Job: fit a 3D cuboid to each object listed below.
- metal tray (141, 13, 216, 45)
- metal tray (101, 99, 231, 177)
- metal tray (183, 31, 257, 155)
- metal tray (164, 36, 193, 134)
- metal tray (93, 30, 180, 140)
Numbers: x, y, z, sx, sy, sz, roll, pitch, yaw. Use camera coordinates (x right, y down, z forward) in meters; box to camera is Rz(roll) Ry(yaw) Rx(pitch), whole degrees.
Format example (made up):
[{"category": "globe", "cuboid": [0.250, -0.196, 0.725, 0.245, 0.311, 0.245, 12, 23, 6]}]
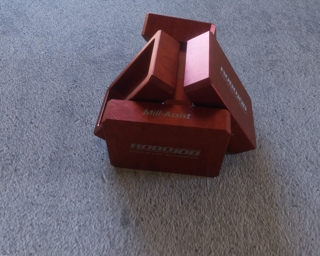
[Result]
[{"category": "metal tray", "cuboid": [0.034, -0.123, 0.448, 0.090, 0.130, 0.030, 14, 93, 11]}, {"category": "metal tray", "cuboid": [0.007, 0.014, 0.350, 0.131, 0.089, 0.030, 5, 51, 4]}, {"category": "metal tray", "cuboid": [0.076, -0.039, 0.374, 0.030, 0.130, 0.090, -19, 44, 29]}, {"category": "metal tray", "cuboid": [0.026, -0.047, 0.401, 0.030, 0.089, 0.130, 6, 50, 4]}, {"category": "metal tray", "cuboid": [-0.030, -0.047, 0.381, 0.030, 0.129, 0.090, 30, 46, -24]}]
